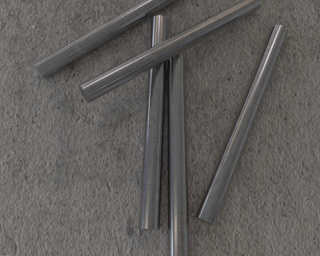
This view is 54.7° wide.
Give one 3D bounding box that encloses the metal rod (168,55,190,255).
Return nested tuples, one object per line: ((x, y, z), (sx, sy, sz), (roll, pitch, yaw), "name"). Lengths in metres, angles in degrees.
((0.022, 0.042, 0.392), (0.025, 0.025, 0.299), (0, 70, 0), "metal rod")

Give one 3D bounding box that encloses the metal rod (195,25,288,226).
((0.116, -0.017, 0.414), (0.025, 0.025, 0.300), (23, 71, 8), "metal rod")

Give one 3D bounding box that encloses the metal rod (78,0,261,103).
((0.027, -0.117, 0.428), (0.302, 0.025, 0.025), (-33, 73, -20), "metal rod")

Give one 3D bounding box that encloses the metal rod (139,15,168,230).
((-0.007, -0.021, 0.415), (0.025, 0.025, 0.299), (2, 70, 1), "metal rod")

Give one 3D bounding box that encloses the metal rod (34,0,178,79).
((-0.049, -0.163, 0.467), (0.301, 0.025, 0.025), (-35, 74, -12), "metal rod")
